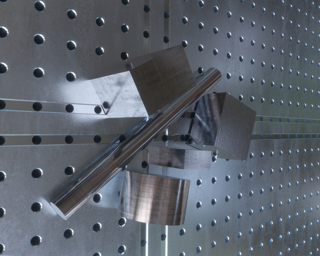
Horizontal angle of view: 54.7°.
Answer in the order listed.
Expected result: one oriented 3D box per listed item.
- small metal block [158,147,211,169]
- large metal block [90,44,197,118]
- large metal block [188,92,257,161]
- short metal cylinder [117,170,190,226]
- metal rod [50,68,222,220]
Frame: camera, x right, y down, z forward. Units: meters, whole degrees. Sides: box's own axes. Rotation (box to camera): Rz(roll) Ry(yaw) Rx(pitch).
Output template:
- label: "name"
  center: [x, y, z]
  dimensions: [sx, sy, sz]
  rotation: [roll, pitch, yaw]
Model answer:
- label: "small metal block"
  center: [0.034, 0.042, 0.424]
  dimensions: [0.050, 0.050, 0.025]
  rotation: [7, 86, -40]
- label: "large metal block"
  center: [-0.019, -0.053, 0.360]
  dimensions: [0.081, 0.080, 0.050]
  rotation: [-35, 112, -35]
- label: "large metal block"
  center: [0.097, 0.000, 0.473]
  dimensions: [0.080, 0.050, 0.080]
  rotation: [25, 75, -38]
- label: "short metal cylinder"
  center: [-0.007, 0.081, 0.368]
  dimensions: [0.081, 0.080, 0.050]
  rotation: [15, 81, -39]
- label: "metal rod"
  center: [-0.010, 0.002, 0.402]
  dimensions: [0.302, 0.025, 0.025]
  rotation: [-42, 116, -32]
